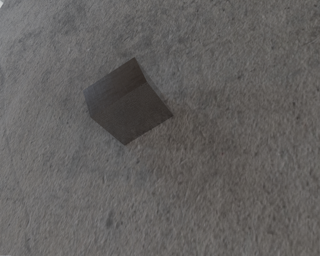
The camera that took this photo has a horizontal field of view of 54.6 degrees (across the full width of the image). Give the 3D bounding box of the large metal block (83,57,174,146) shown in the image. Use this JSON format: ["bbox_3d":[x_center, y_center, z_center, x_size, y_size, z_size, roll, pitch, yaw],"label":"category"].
[{"bbox_3d":[-0.041,-0.032,0.411,0.080,0.080,0.050,-32,52,8],"label":"large metal block"}]
